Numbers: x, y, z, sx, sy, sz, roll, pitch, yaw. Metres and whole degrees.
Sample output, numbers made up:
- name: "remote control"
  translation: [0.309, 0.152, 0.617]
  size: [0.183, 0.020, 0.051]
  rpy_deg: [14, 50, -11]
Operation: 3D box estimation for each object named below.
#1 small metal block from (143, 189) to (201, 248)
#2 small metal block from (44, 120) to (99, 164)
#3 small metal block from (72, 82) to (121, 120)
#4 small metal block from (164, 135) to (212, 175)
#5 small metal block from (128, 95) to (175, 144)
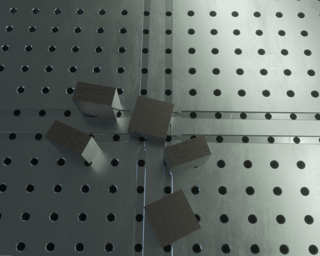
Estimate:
- name: "small metal block"
  translation: [0.014, 0.108, 0.372]
  size: [0.050, 0.025, 0.050]
  rpy_deg: [-24, 72, -9]
- name: "small metal block"
  translation: [-0.109, 0.019, 0.390]
  size: [0.050, 0.050, 0.025]
  rpy_deg: [24, 72, 8]
- name: "small metal block"
  translation: [-0.082, -0.035, 0.410]
  size: [0.050, 0.050, 0.025]
  rpy_deg: [10, 71, 3]
- name: "small metal block"
  translation: [0.032, 0.035, 0.386]
  size: [0.050, 0.050, 0.025]
  rpy_deg: [-18, 71, -7]
- name: "small metal block"
  translation: [-0.011, -0.011, 0.416]
  size: [0.050, 0.025, 0.050]
  rpy_deg: [14, 70, 4]
